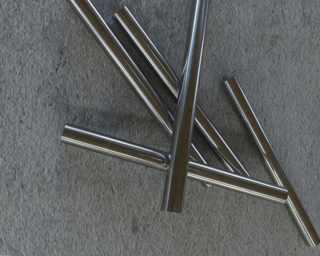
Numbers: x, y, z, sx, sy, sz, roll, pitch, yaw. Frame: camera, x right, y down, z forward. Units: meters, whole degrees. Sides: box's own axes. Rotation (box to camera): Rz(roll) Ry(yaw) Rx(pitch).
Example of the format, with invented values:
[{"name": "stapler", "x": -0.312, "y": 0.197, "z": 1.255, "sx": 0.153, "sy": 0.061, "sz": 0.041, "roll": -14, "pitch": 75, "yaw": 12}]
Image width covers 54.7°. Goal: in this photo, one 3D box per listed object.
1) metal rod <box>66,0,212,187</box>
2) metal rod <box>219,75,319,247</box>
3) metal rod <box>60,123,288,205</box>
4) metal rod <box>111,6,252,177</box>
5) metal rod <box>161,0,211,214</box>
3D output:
[{"name": "metal rod", "x": -0.016, "y": -0.043, "z": 0.402, "sx": 0.025, "sy": 0.025, "sz": 0.299, "roll": -40, "pitch": 103, "yaw": -16}, {"name": "metal rod", "x": 0.171, "y": 0.056, "z": 0.471, "sx": 0.025, "sy": 0.025, "sz": 0.299, "roll": -34, "pitch": 101, "yaw": -17}, {"name": "metal rod", "x": 0.027, "y": 0.049, "z": 0.397, "sx": 0.302, "sy": 0.025, "sz": 0.025, "roll": 17, "pitch": 84, "yaw": -11}, {"name": "metal rod", "x": 0.039, "y": -0.031, "z": 0.423, "sx": 0.025, "sy": 0.025, "sz": 0.300, "roll": -42, "pitch": 103, "yaw": -15}, {"name": "metal rod", "x": 0.036, "y": -0.046, "z": 0.393, "sx": 0.025, "sy": 0.025, "sz": 0.299, "roll": 15, "pitch": 74, "yaw": -20}]
